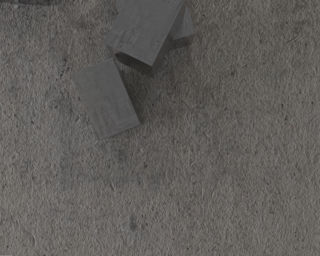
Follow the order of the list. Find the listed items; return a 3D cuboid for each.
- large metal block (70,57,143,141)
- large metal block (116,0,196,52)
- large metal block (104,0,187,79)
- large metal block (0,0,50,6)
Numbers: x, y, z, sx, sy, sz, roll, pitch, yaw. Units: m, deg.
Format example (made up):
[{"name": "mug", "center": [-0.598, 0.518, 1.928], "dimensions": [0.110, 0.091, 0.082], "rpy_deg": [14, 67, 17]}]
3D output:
[{"name": "large metal block", "center": [-0.060, -0.032, 0.382], "dimensions": [0.050, 0.080, 0.080], "rpy_deg": [-22, 90, 0]}, {"name": "large metal block", "center": [-0.007, -0.140, 0.397], "dimensions": [0.080, 0.050, 0.080], "rpy_deg": [-17, 90, 0]}, {"name": "large metal block", "center": [-0.012, -0.105, 0.332], "dimensions": [0.050, 0.080, 0.080], "rpy_deg": [26, 90, 0]}, {"name": "large metal block", "center": [-0.187, -0.208, 0.396], "dimensions": [0.080, 0.050, 0.080], "rpy_deg": [4, 90, 0]}]
